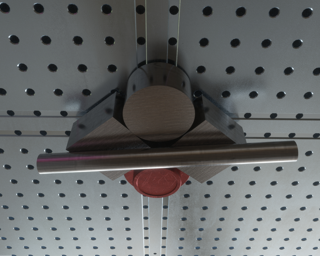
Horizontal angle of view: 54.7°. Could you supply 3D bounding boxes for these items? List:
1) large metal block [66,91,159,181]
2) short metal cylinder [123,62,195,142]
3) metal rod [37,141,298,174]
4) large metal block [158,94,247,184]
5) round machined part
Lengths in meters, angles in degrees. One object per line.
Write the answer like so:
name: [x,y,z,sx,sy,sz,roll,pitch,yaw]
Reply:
large metal block: [-0.059,0.013,0.401,0.080,0.050,0.080,-32,125,24]
short metal cylinder: [-0.001,-0.030,0.365,0.081,0.050,0.079,0,130,0]
metal rod: [0.006,0.035,0.369,0.302,0.025,0.025,-3,130,3]
large metal block: [0.054,0.017,0.402,0.080,0.050,0.080,35,123,-26]
round machined part: [-0.004,0.065,0.450,0.099,0.042,0.097,0,130,0]
